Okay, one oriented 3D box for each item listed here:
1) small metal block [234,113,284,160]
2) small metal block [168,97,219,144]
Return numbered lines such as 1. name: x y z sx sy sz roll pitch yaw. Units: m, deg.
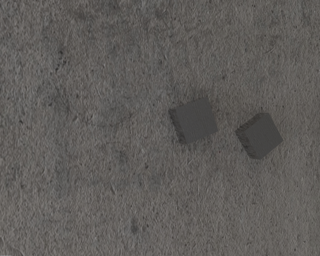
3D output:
1. small metal block: 0.148 0.012 0.464 0.050 0.025 0.050 -35 102 -17
2. small metal block: 0.046 -0.010 0.426 0.050 0.025 0.050 -21 97 -19
